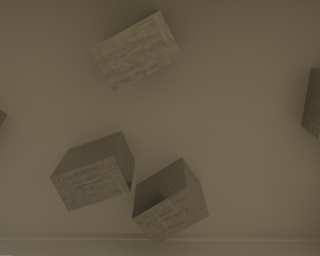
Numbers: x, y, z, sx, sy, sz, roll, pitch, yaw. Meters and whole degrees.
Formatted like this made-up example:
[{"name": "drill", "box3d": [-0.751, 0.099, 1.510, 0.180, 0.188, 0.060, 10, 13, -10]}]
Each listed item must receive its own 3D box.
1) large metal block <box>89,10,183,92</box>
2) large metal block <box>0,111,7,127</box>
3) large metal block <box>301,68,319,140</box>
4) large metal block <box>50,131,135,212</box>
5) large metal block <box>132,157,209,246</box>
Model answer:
[{"name": "large metal block", "box3d": [-0.024, -0.089, 0.349, 0.080, 0.080, 0.050, -26, 108, 9]}, {"name": "large metal block", "box3d": [-0.248, 0.013, 0.383, 0.050, 0.080, 0.080, 32, 107, -11]}, {"name": "large metal block", "box3d": [0.235, -0.031, 0.390, 0.081, 0.050, 0.079, 0, 110, -1]}, {"name": "large metal block", "box3d": [-0.082, 0.053, 0.400, 0.080, 0.080, 0.050, -19, 109, 6]}, {"name": "large metal block", "box3d": [0.013, 0.096, 0.418, 0.080, 0.080, 0.050, -32, 107, 11]}]
